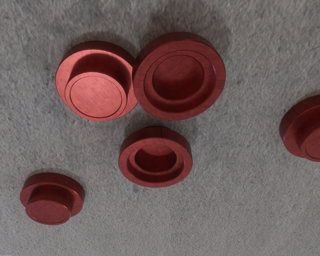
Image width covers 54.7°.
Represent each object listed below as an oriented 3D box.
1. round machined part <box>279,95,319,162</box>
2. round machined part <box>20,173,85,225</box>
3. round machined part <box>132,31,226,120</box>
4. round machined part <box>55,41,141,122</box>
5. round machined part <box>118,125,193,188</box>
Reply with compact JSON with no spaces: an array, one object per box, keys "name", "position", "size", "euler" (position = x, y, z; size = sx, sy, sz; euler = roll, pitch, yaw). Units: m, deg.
[{"name":"round machined part","position":[0.213,0.007,0.405],"size":[0.099,0.042,0.097],"euler":[-1,130,0]},{"name":"round machined part","position":[-0.173,0.119,0.495],"size":[0.099,0.042,0.097],"euler":[-1,130,0]},{"name":"round machined part","position":[0.018,-0.059,0.340],"size":[0.099,0.042,0.097],"euler":[-5,129,-6]},{"name":"round machined part","position":[-0.070,-0.046,0.356],"size":[0.099,0.042,0.097],"euler":[0,130,0]},{"name":"round machined part","position":[-0.006,0.035,0.426],"size":[0.099,0.042,0.097],"euler":[-1,130,0]}]
